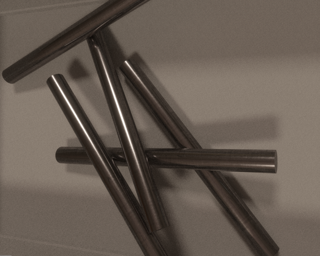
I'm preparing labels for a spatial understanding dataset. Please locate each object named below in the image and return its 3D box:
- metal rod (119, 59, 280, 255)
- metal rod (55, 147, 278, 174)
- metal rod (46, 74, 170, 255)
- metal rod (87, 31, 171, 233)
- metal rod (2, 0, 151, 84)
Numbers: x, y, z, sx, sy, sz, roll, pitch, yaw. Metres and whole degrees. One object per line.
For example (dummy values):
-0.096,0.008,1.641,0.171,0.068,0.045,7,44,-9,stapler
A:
0.042,0.031,0.395,0.025,0.025,0.299,-40,78,15,metal rod
-0.012,0.038,0.393,0.301,0.025,0.025,-1,90,27,metal rod
-0.067,0.052,0.391,0.025,0.025,0.299,-39,73,15,metal rod
-0.050,-0.019,0.394,0.025,0.025,0.299,-28,69,17,metal rod
-0.116,-0.126,0.421,0.300,0.025,0.025,-20,84,29,metal rod
